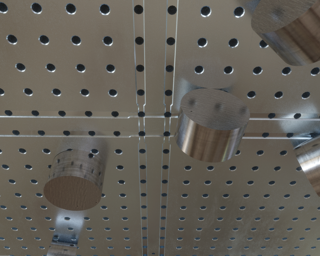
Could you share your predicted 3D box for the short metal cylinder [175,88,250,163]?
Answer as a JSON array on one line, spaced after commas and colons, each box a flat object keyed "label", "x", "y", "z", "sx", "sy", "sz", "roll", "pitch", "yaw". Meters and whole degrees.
[{"label": "short metal cylinder", "x": 0.061, "y": -0.005, "z": 0.373, "sx": 0.081, "sy": 0.080, "sz": 0.050, "roll": 4, "pitch": 130, "yaw": -4}]

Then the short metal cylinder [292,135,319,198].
[{"label": "short metal cylinder", "x": 0.225, "y": 0.051, "z": 0.422, "sx": 0.050, "sy": 0.080, "sz": 0.080, "roll": -30, "pitch": 124, "yaw": 23}]

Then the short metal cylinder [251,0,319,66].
[{"label": "short metal cylinder", "x": 0.134, "y": -0.105, "z": 0.288, "sx": 0.050, "sy": 0.080, "sz": 0.080, "roll": 34, "pitch": 122, "yaw": -26}]

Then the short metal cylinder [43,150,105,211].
[{"label": "short metal cylinder", "x": -0.125, "y": 0.078, "z": 0.460, "sx": 0.081, "sy": 0.050, "sz": 0.079, "roll": -1, "pitch": 130, "yaw": -1}]

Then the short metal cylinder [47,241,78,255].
[{"label": "short metal cylinder", "x": -0.194, "y": 0.262, "z": 0.596, "sx": 0.050, "sy": 0.080, "sz": 0.079, "roll": 13, "pitch": 129, "yaw": -11}]
